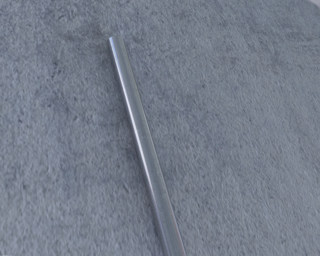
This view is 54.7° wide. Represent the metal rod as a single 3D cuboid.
[{"bbox_3d":[-0.024,0.007,0.387,0.025,0.025,0.299,-3,63,-30],"label":"metal rod"}]
